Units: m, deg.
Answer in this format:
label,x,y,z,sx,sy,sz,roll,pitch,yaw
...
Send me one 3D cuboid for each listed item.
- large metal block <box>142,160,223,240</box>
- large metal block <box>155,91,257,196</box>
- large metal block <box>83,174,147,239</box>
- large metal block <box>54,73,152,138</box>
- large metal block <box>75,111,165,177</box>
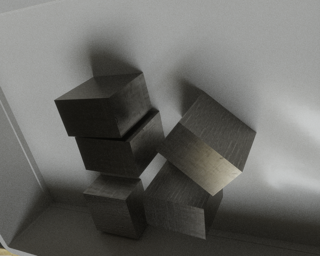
label,x,y,z,sx,sy,sz,roll,pitch,yaw
large metal block,0.033,0.090,0.411,0.080,0.080,0.050,7,122,24
large metal block,0.055,0.015,0.353,0.080,0.080,0.050,39,129,2
large metal block,-0.068,0.127,0.507,0.080,0.050,0.080,2,119,27
large metal block,-0.068,-0.030,0.391,0.080,0.080,0.050,1,119,28
large metal block,-0.049,0.016,0.409,0.080,0.080,0.050,3,120,26
